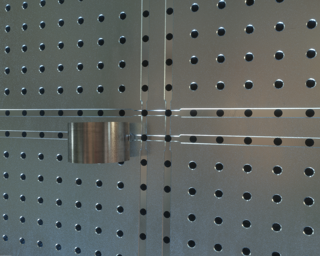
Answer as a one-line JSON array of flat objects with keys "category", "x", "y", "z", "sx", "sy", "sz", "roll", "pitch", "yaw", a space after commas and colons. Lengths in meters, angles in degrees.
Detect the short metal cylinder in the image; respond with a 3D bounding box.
[{"category": "short metal cylinder", "x": -0.080, "y": 0.018, "z": 0.411, "sx": 0.080, "sy": 0.080, "sz": 0.050, "roll": -1, "pitch": 90, "yaw": 19}]
